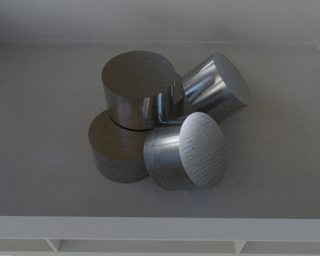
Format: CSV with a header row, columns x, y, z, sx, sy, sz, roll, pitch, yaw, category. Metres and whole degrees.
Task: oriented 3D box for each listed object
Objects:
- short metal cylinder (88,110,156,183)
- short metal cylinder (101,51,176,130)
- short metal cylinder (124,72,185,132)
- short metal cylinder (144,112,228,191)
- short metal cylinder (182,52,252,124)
x,y,z,sx,sy,sz,roll,pitch,yaw,category
-0.041,0.019,0.371,0.081,0.050,0.080,0,50,0,short metal cylinder
-0.023,-0.044,0.357,0.081,0.050,0.080,0,50,0,short metal cylinder
-0.007,-0.038,0.418,0.081,0.050,0.080,0,50,0,short metal cylinder
0.029,0.027,0.336,0.050,0.080,0.080,-15,35,44,short metal cylinder
0.075,-0.051,0.404,0.080,0.050,0.080,33,38,-31,short metal cylinder
